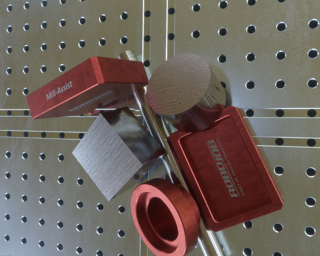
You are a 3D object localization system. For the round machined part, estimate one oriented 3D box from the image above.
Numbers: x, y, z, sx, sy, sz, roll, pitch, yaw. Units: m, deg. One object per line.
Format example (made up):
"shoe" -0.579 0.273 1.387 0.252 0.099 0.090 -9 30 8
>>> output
"round machined part" 0.011 0.108 0.381 0.098 0.042 0.097 20 118 44

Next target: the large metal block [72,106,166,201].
"large metal block" -0.053 0.032 0.395 0.080 0.050 0.080 50 123 13

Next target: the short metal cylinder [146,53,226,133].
"short metal cylinder" 0.031 -0.041 0.369 0.080 0.050 0.080 -14 60 25

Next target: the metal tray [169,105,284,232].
"metal tray" 0.079 0.049 0.378 0.090 0.030 0.129 -26 82 18

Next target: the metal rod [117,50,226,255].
"metal rod" 0.013 0.035 0.403 0.025 0.025 0.299 -27 81 18

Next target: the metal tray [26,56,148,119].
"metal tray" -0.091 -0.047 0.391 0.130 0.091 0.030 -20 85 33
